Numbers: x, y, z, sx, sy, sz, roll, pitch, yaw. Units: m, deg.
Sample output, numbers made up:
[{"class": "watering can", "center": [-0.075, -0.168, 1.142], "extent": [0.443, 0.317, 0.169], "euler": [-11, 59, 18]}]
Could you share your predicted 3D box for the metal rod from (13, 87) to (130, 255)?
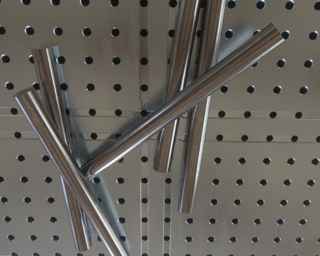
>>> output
[{"class": "metal rod", "center": [-0.108, 0.083, 0.422], "extent": [0.025, 0.025, 0.299], "euler": [-18, 117, 6]}]

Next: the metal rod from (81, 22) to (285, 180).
[{"class": "metal rod", "center": [0.010, -0.019, 0.379], "extent": [0.299, 0.025, 0.025], "euler": [-36, 107, 22]}]

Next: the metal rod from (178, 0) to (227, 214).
[{"class": "metal rod", "center": [0.052, -0.021, 0.405], "extent": [0.025, 0.025, 0.298], "euler": [5, 110, -2]}]

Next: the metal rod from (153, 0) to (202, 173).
[{"class": "metal rod", "center": [0.025, -0.082, 0.383], "extent": [0.025, 0.025, 0.298], "euler": [8, 110, -3]}]

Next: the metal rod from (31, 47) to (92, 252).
[{"class": "metal rod", "center": [-0.130, 0.043, 0.428], "extent": [0.025, 0.025, 0.298], "euler": [-5, 110, 2]}]
